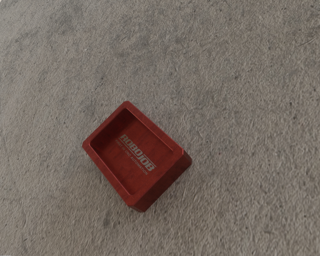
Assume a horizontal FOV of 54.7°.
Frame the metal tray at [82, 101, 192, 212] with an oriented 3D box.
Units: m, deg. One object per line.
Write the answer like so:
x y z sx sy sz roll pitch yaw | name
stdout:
-0.034 0.031 0.399 0.090 0.030 0.130 -45 51 -4 | metal tray
